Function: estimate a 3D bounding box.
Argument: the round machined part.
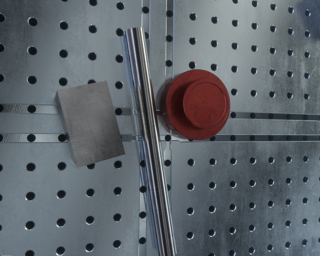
[{"bbox_3d":[0.055,-0.032,0.424,0.099,0.042,0.097,0,90,-20],"label":"round machined part"}]

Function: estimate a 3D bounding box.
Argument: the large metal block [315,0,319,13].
[{"bbox_3d":[0.315,-0.209,0.515,0.080,0.050,0.080,-30,100,-18],"label":"large metal block"}]

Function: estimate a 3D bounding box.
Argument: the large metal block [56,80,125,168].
[{"bbox_3d":[-0.083,-0.005,0.353,0.050,0.080,0.080,-15,95,-19],"label":"large metal block"}]

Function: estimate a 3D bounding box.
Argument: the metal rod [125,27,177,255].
[{"bbox_3d":[-0.011,0.021,0.408,0.025,0.025,0.298,-9,93,-20],"label":"metal rod"}]
